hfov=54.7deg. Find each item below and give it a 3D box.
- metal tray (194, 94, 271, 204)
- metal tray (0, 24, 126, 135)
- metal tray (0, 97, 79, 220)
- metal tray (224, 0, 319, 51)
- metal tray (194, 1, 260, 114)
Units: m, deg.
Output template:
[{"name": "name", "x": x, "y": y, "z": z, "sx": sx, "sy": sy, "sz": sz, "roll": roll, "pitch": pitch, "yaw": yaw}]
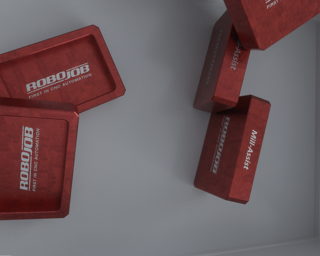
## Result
[{"name": "metal tray", "x": 0.092, "y": 0.025, "z": 0.409, "sx": 0.030, "sy": 0.090, "sz": 0.129, "roll": 17, "pitch": 85, "yaw": -19}, {"name": "metal tray", "x": -0.118, "y": -0.056, "z": 0.364, "sx": 0.131, "sy": 0.030, "sz": 0.090, "roll": -25, "pitch": 99, "yaw": -18}, {"name": "metal tray", "x": -0.140, "y": 0.035, "z": 0.332, "sx": 0.091, "sy": 0.030, "sz": 0.129, "roll": 4, "pitch": 110, "yaw": -20}, {"name": "metal tray", "x": 0.135, "y": -0.156, "z": 0.338, "sx": 0.130, "sy": 0.030, "sz": 0.090, "roll": -34, "pitch": 113, "yaw": -8}, {"name": "metal tray", "x": 0.084, "y": -0.088, "z": 0.404, "sx": 0.030, "sy": 0.090, "sz": 0.129, "roll": 16, "pitch": 85, "yaw": -8}]
